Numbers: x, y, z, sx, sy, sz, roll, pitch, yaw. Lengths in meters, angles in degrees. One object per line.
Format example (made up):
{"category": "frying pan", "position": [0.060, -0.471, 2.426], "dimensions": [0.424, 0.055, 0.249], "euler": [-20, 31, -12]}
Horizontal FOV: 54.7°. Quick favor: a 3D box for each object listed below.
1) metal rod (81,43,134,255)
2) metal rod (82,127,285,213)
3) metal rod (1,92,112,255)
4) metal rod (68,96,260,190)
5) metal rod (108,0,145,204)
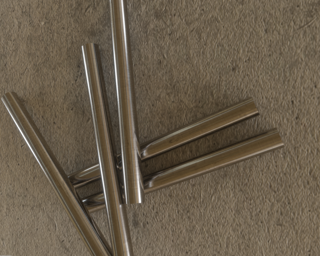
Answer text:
{"category": "metal rod", "position": [-0.071, 0.027, 0.409], "dimensions": [0.025, 0.025, 0.299], "euler": [-16, 75, 19]}
{"category": "metal rod", "position": [0.008, 0.065, 0.406], "dimensions": [0.300, 0.025, 0.025], "euler": [-22, 83, 18]}
{"category": "metal rod", "position": [-0.152, 0.059, 0.439], "dimensions": [0.025, 0.025, 0.300], "euler": [-45, 68, 14]}
{"category": "metal rod", "position": [-0.017, 0.031, 0.414], "dimensions": [0.300, 0.025, 0.025], "euler": [-24, 82, 18]}
{"category": "metal rod", "position": [-0.046, -0.054, 0.408], "dimensions": [0.025, 0.025, 0.298], "euler": [-9, 81, 20]}
